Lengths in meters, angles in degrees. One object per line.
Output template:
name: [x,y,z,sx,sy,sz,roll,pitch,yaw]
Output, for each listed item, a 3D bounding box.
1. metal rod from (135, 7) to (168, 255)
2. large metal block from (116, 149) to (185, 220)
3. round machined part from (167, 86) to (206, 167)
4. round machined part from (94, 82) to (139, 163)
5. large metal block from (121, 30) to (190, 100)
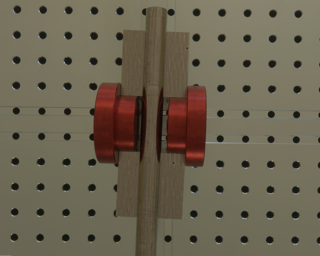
metal rod: [-0.010,0.011,0.363,0.025,0.025,0.298,3,90,0]
large metal block: [-0.011,0.069,0.400,0.081,0.050,0.080,3,90,0]
round machined part: [0.032,-0.002,0.377,0.042,0.098,0.097,2,90,5]
round machined part: [-0.049,-0.006,0.376,0.042,0.098,0.097,2,90,0]
large metal block: [-0.006,-0.078,0.400,0.081,0.050,0.079,2,90,0]
